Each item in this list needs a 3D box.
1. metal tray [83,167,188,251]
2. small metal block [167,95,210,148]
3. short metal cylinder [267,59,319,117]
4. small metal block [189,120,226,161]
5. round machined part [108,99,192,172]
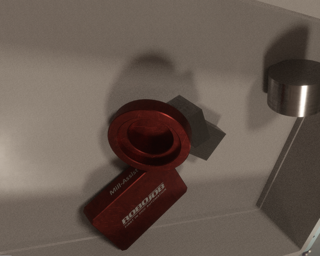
[{"bbox_3d":[-0.030,0.101,0.439,0.130,0.030,0.090,-42,130,-13],"label":"metal tray"},{"bbox_3d":[0.036,-0.009,0.407,0.025,0.050,0.050,-34,130,-13],"label":"small metal block"},{"bbox_3d":[0.198,-0.059,0.447,0.081,0.080,0.050,-23,127,-15],"label":"short metal cylinder"},{"bbox_3d":[0.060,0.015,0.453,0.050,0.025,0.050,25,105,-37],"label":"small metal block"},{"bbox_3d":[-0.010,0.005,0.377,0.099,0.042,0.097,6,130,7],"label":"round machined part"}]
